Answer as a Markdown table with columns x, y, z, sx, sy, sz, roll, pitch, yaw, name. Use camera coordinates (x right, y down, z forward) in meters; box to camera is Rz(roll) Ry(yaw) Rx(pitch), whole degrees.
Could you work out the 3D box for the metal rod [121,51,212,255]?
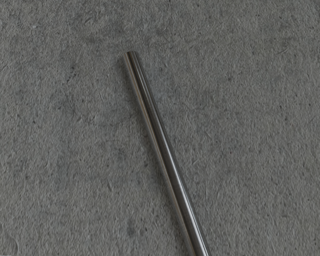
| x | y | z | sx | sy | sz | roll | pitch | yaw | name |
| --- | --- | --- | --- | --- | --- | --- | --- | --- | --- |
| 0.005 | 0.030 | 0.397 | 0.025 | 0.025 | 0.299 | -18 | 71 | -6 | metal rod |
